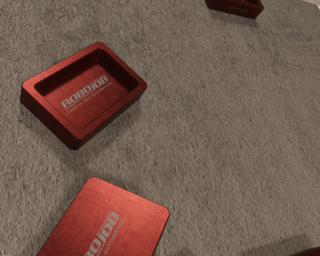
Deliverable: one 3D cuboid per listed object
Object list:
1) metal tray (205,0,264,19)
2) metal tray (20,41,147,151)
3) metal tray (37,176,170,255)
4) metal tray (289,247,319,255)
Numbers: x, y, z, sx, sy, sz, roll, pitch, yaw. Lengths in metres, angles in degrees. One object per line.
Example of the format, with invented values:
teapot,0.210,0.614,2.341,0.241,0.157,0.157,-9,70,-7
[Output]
metal tray,0.151,-0.285,0.658,0.131,0.030,0.090,0,62,-28
metal tray,-0.088,-0.045,0.381,0.090,0.030,0.131,44,51,1
metal tray,-0.056,0.117,0.281,0.090,0.030,0.130,22,51,9
metal tray,0.174,0.202,0.372,0.131,0.030,0.090,-2,63,-29
